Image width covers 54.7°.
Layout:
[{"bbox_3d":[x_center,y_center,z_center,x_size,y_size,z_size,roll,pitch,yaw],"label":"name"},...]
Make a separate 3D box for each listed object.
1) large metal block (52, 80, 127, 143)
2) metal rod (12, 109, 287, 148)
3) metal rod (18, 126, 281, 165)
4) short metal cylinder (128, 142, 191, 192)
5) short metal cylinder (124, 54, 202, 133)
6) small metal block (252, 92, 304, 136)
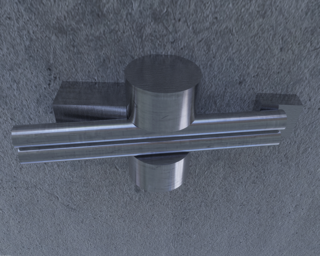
[{"bbox_3d":[-0.079,-0.010,0.383,0.081,0.050,0.079,1,130,-2],"label":"large metal block"},{"bbox_3d":[-0.004,0.000,0.350,0.302,0.025,0.025,-4,131,-8],"label":"metal rod"},{"bbox_3d":[-0.005,0.019,0.366,0.302,0.025,0.025,-4,131,-8],"label":"metal rod"},{"bbox_3d":[-0.001,0.036,0.403,0.081,0.080,0.050,1,130,-1],"label":"short metal cylinder"},{"bbox_3d":[0.003,-0.040,0.339,0.081,0.080,0.050,1,130,-1],"label":"short metal cylinder"},{"bbox_3d":[0.146,-0.017,0.396,0.050,0.025,0.050,2,130,-2],"label":"small metal block"}]
